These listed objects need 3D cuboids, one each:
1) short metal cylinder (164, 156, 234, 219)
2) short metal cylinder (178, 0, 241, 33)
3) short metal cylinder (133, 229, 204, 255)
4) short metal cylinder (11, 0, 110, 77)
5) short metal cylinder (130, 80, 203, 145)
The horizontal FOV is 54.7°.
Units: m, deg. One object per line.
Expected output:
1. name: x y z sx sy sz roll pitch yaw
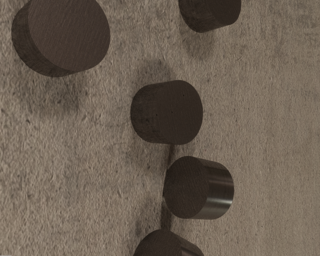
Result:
1. short metal cylinder: 0.051 0.081 0.414 0.050 0.080 0.080 16 80 -39
2. short metal cylinder: 0.074 -0.185 0.452 0.081 0.050 0.079 0 90 -40
3. short metal cylinder: 0.010 0.172 0.380 0.050 0.080 0.080 40 65 -33
4. short metal cylinder: -0.097 -0.093 0.308 0.081 0.050 0.079 0 90 -40
5. short metal cylinder: 0.009 -0.019 0.398 0.081 0.050 0.079 0 90 -40
